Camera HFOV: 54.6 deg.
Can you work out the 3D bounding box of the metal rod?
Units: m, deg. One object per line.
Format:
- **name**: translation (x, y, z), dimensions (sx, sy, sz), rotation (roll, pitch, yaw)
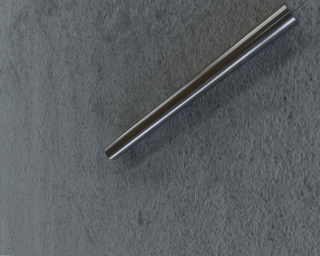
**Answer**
- **metal rod**: translation (0.028, -0.037, 0.382), dimensions (0.299, 0.025, 0.025), rotation (-37, 68, 34)
